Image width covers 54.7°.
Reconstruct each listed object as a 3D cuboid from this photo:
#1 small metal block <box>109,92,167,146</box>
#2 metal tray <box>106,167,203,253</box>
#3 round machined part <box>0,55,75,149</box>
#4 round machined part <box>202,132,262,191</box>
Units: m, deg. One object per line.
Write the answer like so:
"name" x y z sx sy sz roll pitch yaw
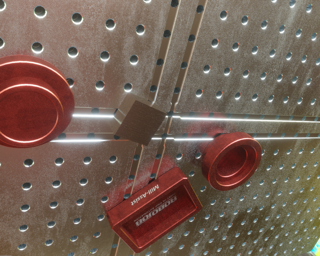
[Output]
"small metal block" -0.028 -0.011 0.389 0.050 0.025 0.050 22 106 -37
"metal tray" -0.005 0.129 0.484 0.130 0.030 0.090 -33 129 -7
"round machined part" -0.136 -0.020 0.313 0.099 0.042 0.097 -14 124 -21
"round machined part" 0.107 0.048 0.488 0.099 0.042 0.097 -14 124 -21
